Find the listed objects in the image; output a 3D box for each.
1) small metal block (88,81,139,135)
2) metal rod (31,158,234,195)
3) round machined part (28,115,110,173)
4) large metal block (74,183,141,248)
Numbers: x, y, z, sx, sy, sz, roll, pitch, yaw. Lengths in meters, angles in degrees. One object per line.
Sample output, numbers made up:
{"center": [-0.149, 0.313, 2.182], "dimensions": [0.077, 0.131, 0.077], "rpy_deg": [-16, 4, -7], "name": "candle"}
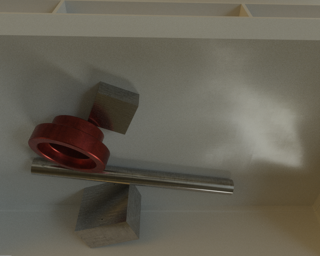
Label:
{"center": [-0.059, -0.024, 0.388], "dimensions": [0.050, 0.025, 0.050], "rpy_deg": [18, 128, -15], "name": "small metal block"}
{"center": [-0.036, 0.075, 0.472], "dimensions": [0.302, 0.025, 0.025], "rpy_deg": [7, 130, -7], "name": "metal rod"}
{"center": [-0.111, 0.019, 0.396], "dimensions": [0.098, 0.042, 0.098], "rpy_deg": [12, 152, 7], "name": "round machined part"}
{"center": [-0.077, 0.132, 0.484], "dimensions": [0.080, 0.080, 0.050], "rpy_deg": [-15, 129, 11], "name": "large metal block"}
